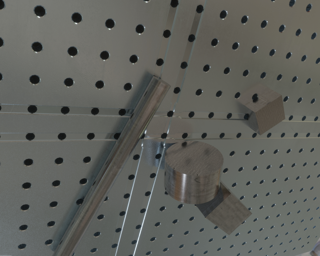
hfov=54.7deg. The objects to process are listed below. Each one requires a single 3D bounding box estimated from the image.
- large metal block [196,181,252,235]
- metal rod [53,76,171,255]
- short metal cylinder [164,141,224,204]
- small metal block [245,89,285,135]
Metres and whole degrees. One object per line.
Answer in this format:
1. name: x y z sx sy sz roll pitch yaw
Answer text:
1. large metal block: 0.088 0.112 0.493 0.050 0.080 0.080 -44 129 2
2. metal rod: -0.072 0.067 0.413 0.025 0.025 0.298 20 108 -36
3. short metal cylinder: 0.046 0.061 0.439 0.081 0.080 0.050 -13 124 -22
4. small metal block: 0.166 -0.025 0.486 0.050 0.025 0.050 -33 129 -7
